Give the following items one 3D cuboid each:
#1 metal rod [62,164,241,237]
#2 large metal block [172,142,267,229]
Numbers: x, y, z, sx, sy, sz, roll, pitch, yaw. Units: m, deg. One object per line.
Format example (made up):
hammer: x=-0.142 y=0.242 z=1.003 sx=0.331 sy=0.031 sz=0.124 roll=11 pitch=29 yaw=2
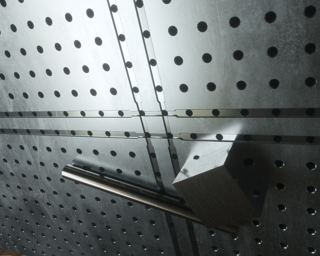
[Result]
metal rod: x=-0.025 y=0.109 z=0.490 sx=0.301 sy=0.025 sz=0.025 roll=14 pitch=124 yaw=20
large metal block: x=0.078 y=0.076 z=0.401 sx=0.080 sy=0.050 sz=0.080 roll=-29 pitch=103 yaw=37
